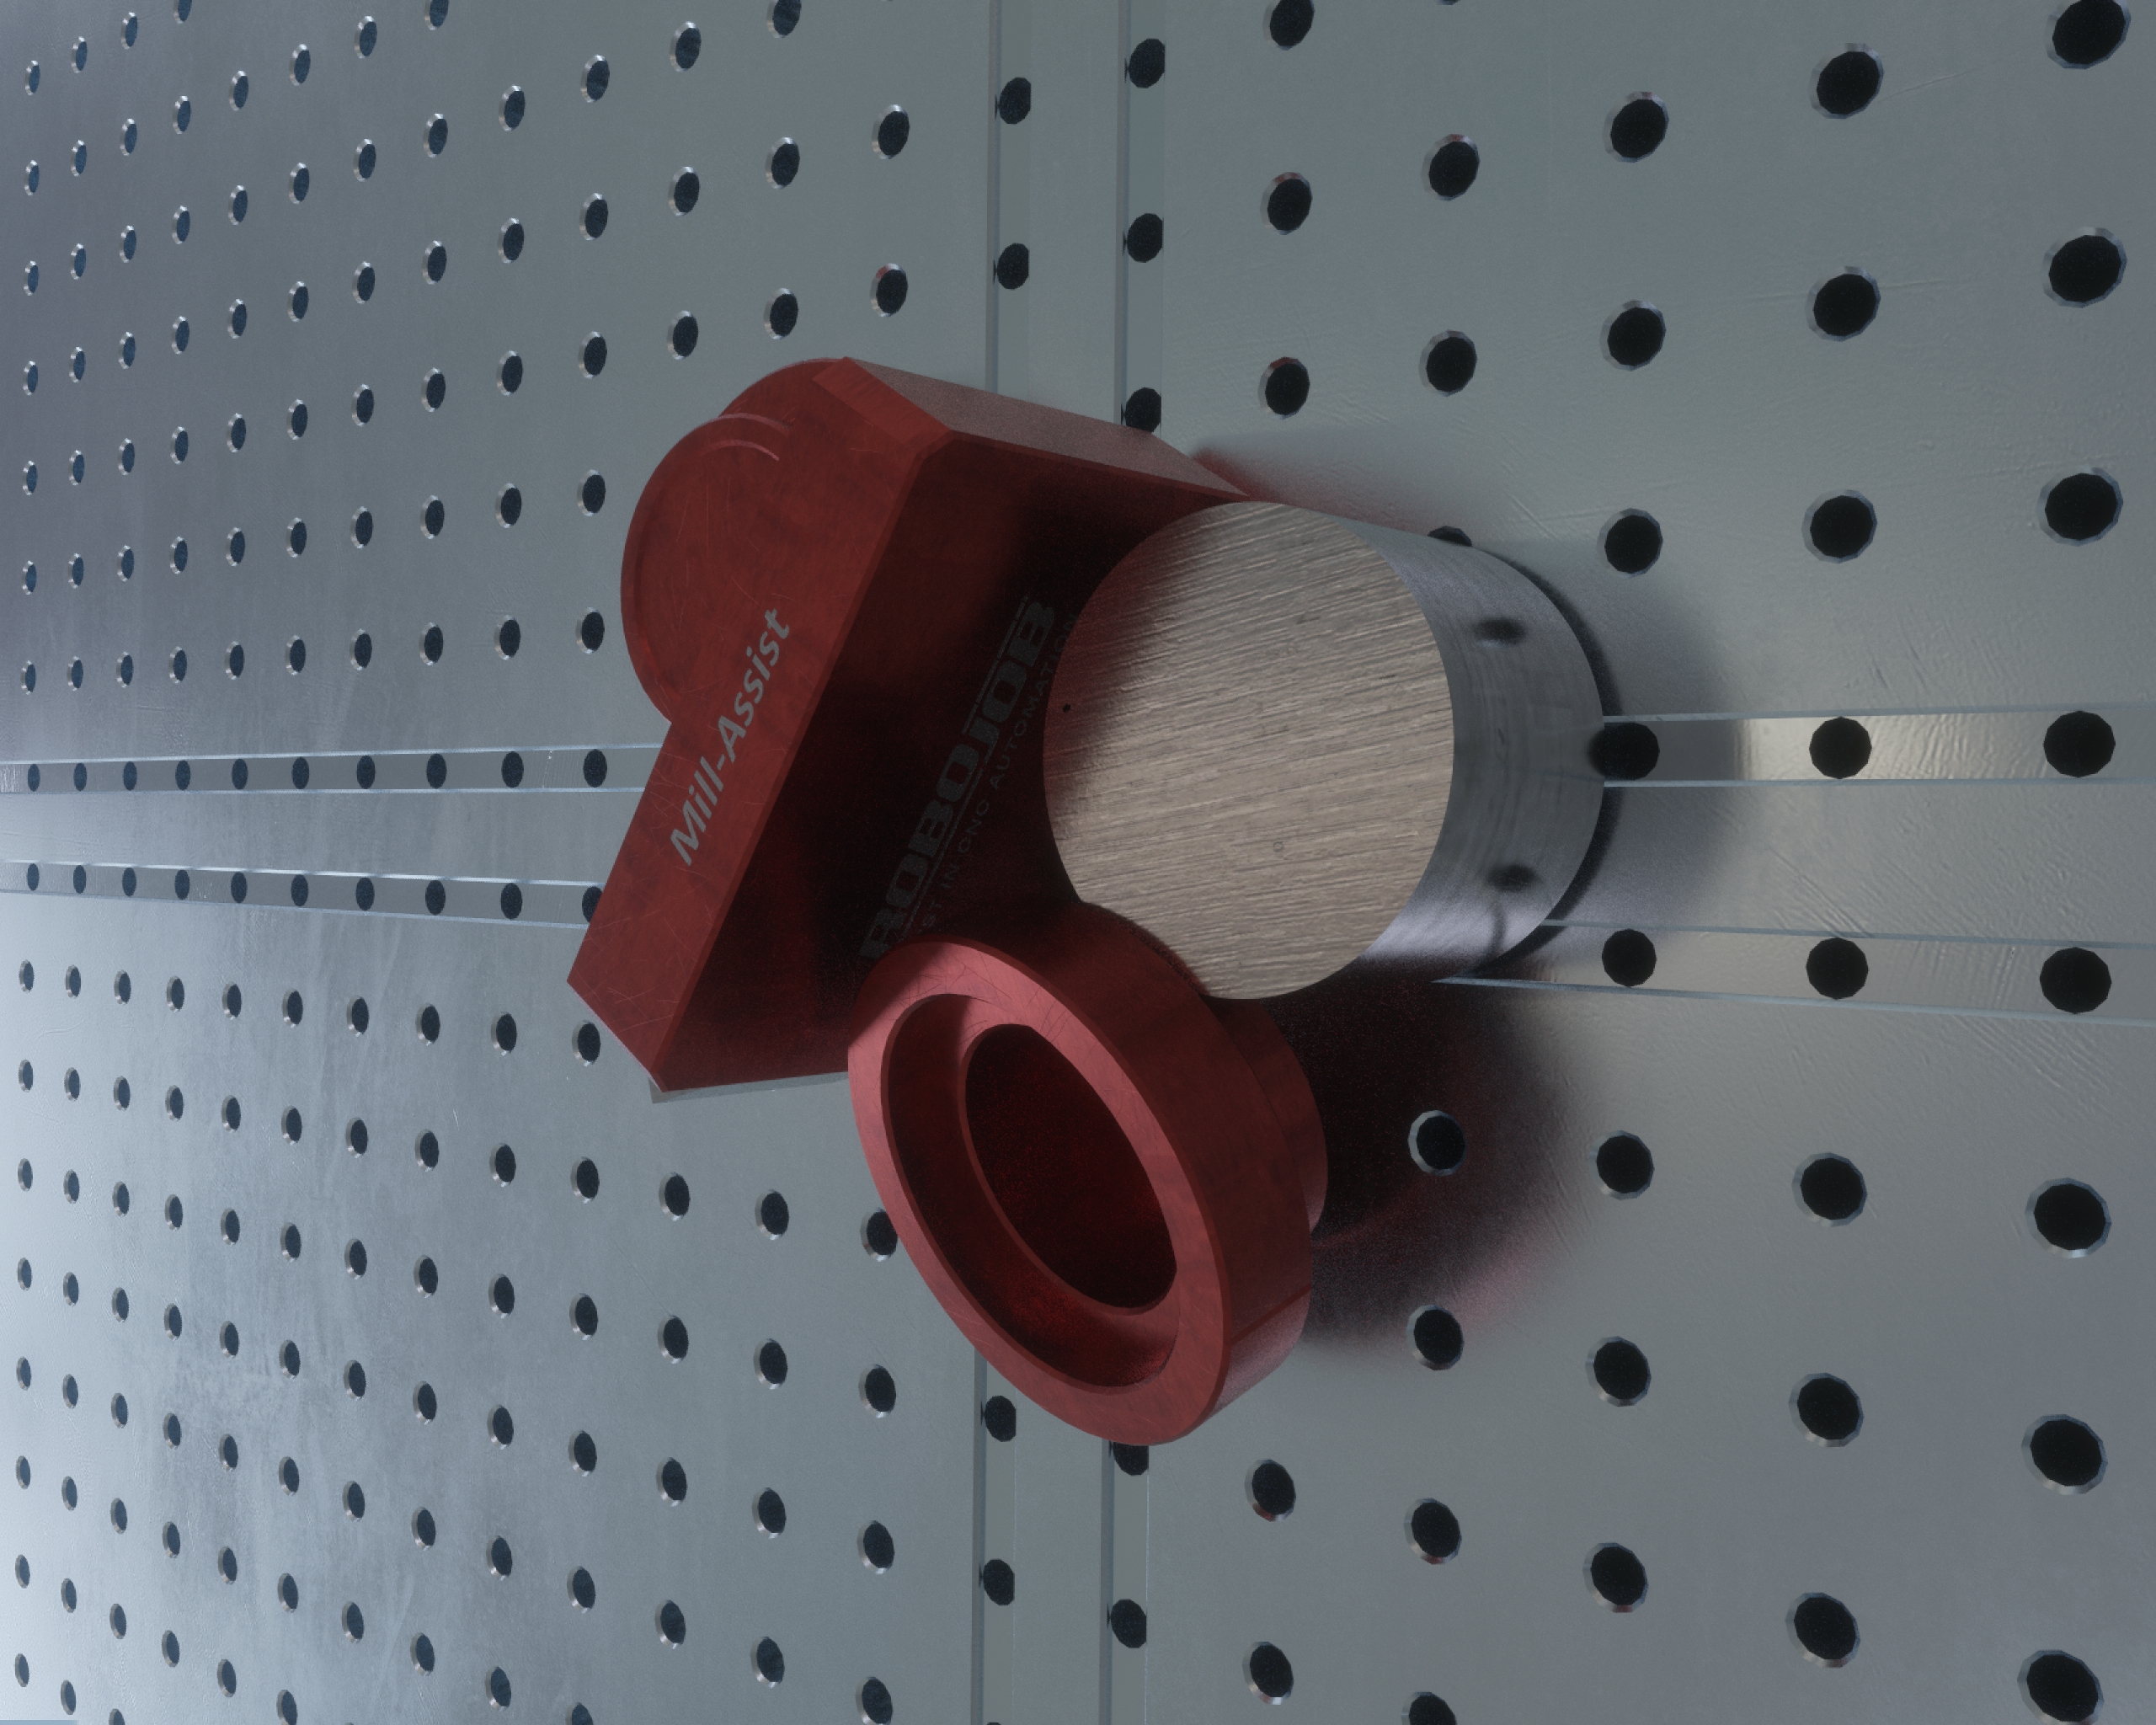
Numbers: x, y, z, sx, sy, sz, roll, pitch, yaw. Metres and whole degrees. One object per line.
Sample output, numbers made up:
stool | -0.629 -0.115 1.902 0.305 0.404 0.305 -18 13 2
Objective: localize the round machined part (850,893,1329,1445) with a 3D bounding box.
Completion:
round machined part | 0.006 0.050 0.373 0.098 0.042 0.097 29 131 38

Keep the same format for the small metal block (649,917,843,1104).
small metal block | -0.067 0.022 0.442 0.025 0.050 0.050 -19 78 38

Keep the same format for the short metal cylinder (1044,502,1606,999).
short metal cylinder | 0.041 -0.018 0.354 0.080 0.050 0.079 0 90 40

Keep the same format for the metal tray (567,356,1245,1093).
metal tray | -0.030 -0.021 0.386 0.030 0.091 0.129 40 114 33

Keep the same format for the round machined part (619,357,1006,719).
round machined part | -0.059 -0.058 0.441 0.098 0.042 0.097 0 90 40
